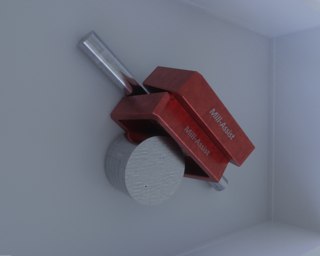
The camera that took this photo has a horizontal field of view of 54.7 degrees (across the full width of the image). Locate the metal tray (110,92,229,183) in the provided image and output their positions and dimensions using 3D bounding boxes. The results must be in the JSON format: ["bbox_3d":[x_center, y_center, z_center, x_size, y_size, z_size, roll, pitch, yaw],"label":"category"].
[{"bbox_3d":[0.012,0.014,0.375,0.130,0.090,0.030,47,62,-30],"label":"metal tray"}]

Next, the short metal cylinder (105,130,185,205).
[{"bbox_3d":[-0.018,0.045,0.368,0.081,0.050,0.079,-6,100,-34],"label":"short metal cylinder"}]

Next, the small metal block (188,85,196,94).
[{"bbox_3d":[0.025,-0.041,0.427,0.050,0.025,0.050,48,61,-30],"label":"small metal block"}]

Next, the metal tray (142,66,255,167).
[{"bbox_3d":[0.046,-0.014,0.370,0.030,0.090,0.130,-49,121,-9],"label":"metal tray"}]

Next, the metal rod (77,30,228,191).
[{"bbox_3d":[0.007,-0.005,0.415,0.300,0.025,0.025,46,62,-30],"label":"metal rod"}]
